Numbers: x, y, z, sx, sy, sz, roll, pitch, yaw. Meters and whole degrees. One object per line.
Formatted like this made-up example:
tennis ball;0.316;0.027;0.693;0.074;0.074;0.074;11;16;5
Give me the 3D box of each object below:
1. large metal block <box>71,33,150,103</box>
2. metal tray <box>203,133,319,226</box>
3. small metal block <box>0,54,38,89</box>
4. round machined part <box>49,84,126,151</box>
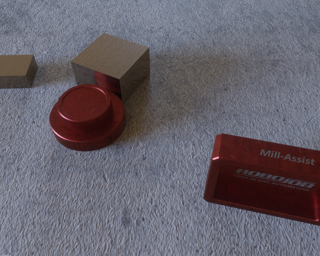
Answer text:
large metal block;-0.070;-0.090;0.462;0.080;0.050;0.080;22;53;17
metal tray;0.115;0.055;0.315;0.131;0.090;0.030;10;51;8
small metal block;-0.221;-0.087;0.475;0.050;0.025;0.050;-2;50;-2
round machined part;-0.096;-0.021;0.409;0.099;0.042;0.098;0;50;0
